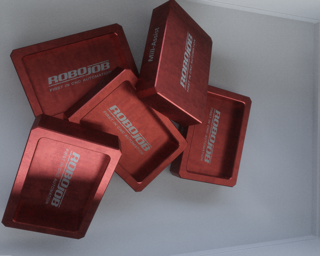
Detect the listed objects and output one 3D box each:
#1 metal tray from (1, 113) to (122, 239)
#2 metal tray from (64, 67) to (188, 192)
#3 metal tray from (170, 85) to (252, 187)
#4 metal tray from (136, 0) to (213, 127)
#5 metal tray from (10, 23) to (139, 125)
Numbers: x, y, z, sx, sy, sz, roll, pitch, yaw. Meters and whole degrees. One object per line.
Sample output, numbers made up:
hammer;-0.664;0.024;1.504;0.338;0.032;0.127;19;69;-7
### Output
metal tray;-0.106;0.058;0.336;0.091;0.030;0.129;18;112;-20
metal tray;-0.036;0.004;0.371;0.090;0.030;0.130;-43;119;-8
metal tray;0.072;0.011;0.434;0.091;0.030;0.129;13;85;-20
metal tray;0.023;-0.077;0.379;0.090;0.030;0.130;31;59;-41
metal tray;-0.095;-0.063;0.371;0.131;0.030;0.090;-22;98;-19
